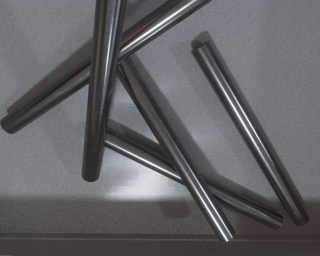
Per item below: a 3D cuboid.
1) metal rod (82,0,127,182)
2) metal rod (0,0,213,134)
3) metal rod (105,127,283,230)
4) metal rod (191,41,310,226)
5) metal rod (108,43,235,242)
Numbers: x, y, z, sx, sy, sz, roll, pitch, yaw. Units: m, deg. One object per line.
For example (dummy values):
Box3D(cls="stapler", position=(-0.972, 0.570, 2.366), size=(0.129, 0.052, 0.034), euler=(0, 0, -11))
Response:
Box3D(cls="metal rod", position=(-0.064, -0.035, 0.331), size=(0.025, 0.025, 0.298), euler=(13, 135, -5))
Box3D(cls="metal rod", position=(-0.076, -0.072, 0.359), size=(0.300, 0.025, 0.025), euler=(-29, 108, 19))
Box3D(cls="metal rod", position=(0.045, 0.072, 0.438), size=(0.301, 0.025, 0.025), euler=(28, 108, -10))
Box3D(cls="metal rod", position=(0.129, 0.019, 0.419), size=(0.025, 0.025, 0.299), euler=(-31, 107, 11))
Box3D(cls="metal rod", position=(0.016, 0.023, 0.401), size=(0.025, 0.025, 0.299), euler=(-30, 101, 10))
